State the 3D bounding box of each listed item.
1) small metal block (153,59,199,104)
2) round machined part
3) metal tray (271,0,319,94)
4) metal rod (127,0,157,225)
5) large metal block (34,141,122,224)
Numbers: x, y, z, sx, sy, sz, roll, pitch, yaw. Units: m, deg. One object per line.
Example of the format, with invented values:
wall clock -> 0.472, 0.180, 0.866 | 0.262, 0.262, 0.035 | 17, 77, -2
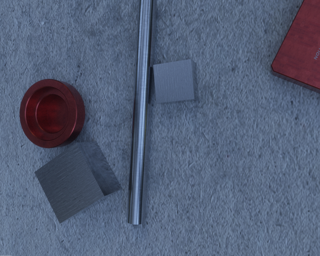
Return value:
small metal block -> 0.021, -0.059, 0.402 | 0.050, 0.025, 0.050 | -5, 88, 19
round machined part -> -0.151, -0.020, 0.453 | 0.098, 0.042, 0.097 | 0, 90, 20
metal tray -> 0.192, -0.104, 0.339 | 0.090, 0.030, 0.129 | 27, 99, 17
metal rod -> -0.024, -0.022, 0.417 | 0.025, 0.025, 0.298 | 4, 91, 20
large metal block -> -0.114, 0.074, 0.436 | 0.080, 0.050, 0.080 | -34, 79, 17
